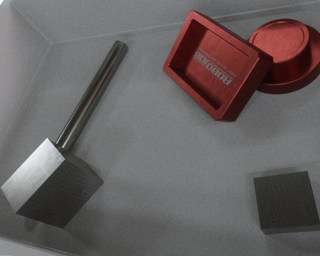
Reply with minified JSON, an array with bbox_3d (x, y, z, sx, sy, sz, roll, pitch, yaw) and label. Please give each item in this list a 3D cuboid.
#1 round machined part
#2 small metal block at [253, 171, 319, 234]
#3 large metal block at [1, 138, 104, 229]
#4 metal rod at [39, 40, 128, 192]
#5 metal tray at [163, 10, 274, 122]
[{"bbox_3d":[0.145,-0.093,0.375,0.098,0.042,0.098,-13,56,20],"label":"round machined part"},{"bbox_3d":[0.121,0.072,0.298,0.050,0.025,0.050,-12,57,21],"label":"small metal block"},{"bbox_3d":[-0.133,0.072,0.394,0.080,0.080,0.050,-49,52,-6],"label":"large metal block"},{"bbox_3d":[-0.126,-0.011,0.476,0.025,0.025,0.300,13,68,33],"label":"metal rod"},{"bbox_3d":[0.065,-0.079,0.388,0.130,0.030,0.089,50,123,39],"label":"metal tray"}]
